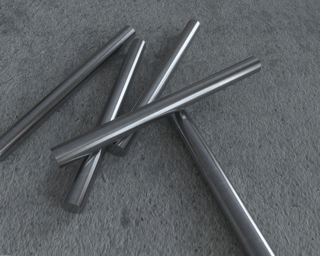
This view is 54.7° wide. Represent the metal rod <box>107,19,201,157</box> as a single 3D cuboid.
[{"bbox_3d":[0.004,-0.079,0.469,0.025,0.025,0.301,18,52,14],"label":"metal rod"}]

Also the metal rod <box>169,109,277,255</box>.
[{"bbox_3d":[0.071,0.071,0.344,0.025,0.025,0.300,-17,52,-14],"label":"metal rod"}]

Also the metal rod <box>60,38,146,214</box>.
[{"bbox_3d":[-0.064,-0.027,0.424,0.025,0.025,0.300,9,50,7],"label":"metal rod"}]

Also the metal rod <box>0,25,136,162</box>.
[{"bbox_3d":[-0.126,-0.068,0.458,0.025,0.025,0.301,23,53,18],"label":"metal rod"}]

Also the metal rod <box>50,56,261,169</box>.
[{"bbox_3d":[0.011,-0.029,0.394,0.302,0.025,0.025,-26,55,-21],"label":"metal rod"}]
